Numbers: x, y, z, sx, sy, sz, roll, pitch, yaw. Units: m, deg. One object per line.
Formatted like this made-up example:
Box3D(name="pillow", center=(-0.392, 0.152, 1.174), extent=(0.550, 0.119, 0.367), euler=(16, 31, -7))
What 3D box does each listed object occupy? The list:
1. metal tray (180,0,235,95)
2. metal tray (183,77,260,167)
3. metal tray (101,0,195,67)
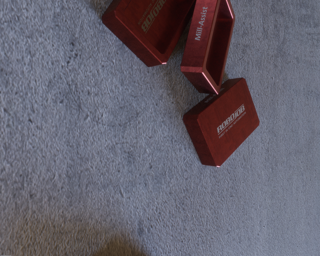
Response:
Box3D(name="metal tray", center=(0.071, -0.123, 0.435), extent=(0.090, 0.030, 0.129), euler=(32, 70, -62))
Box3D(name="metal tray", center=(0.101, -0.012, 0.485), extent=(0.131, 0.030, 0.090), euler=(-38, 114, -33))
Box3D(name="metal tray", center=(-0.005, -0.155, 0.396), extent=(0.090, 0.030, 0.130), euler=(41, 65, -33))
